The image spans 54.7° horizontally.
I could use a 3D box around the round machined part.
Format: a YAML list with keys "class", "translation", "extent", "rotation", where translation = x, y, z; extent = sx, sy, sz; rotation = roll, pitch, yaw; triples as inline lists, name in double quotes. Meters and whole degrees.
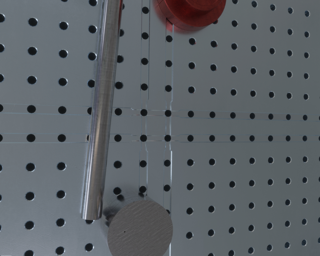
- class: "round machined part"
  translation: [0.049, -0.187, 0.421]
  extent: [0.099, 0.042, 0.097]
  rotation: [0, 90, -20]

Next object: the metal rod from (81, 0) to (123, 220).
- class: "metal rod"
  translation: [-0.071, -0.038, 0.386]
  extent: [0.025, 0.025, 0.298]
  rotation: [6, 88, -20]

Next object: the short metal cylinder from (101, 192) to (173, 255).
- class: "short metal cylinder"
  translation: [-0.030, 0.125, 0.389]
  extent: [0.081, 0.050, 0.079]
  rotation: [0, 90, -20]
